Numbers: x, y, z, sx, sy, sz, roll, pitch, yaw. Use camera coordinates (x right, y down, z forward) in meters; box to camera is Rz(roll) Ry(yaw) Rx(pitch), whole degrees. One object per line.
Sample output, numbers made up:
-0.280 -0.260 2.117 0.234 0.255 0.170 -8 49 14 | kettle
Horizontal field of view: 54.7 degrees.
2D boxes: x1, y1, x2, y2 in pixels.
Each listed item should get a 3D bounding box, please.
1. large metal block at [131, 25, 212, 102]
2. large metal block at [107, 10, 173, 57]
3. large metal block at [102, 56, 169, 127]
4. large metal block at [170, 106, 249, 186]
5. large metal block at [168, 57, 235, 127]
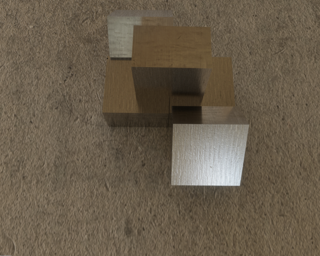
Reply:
0.012 -0.070 0.353 0.081 0.080 0.050 1 70 0 | large metal block
-0.024 -0.130 0.421 0.081 0.050 0.080 0 26 0 | large metal block
-0.029 -0.047 0.411 0.081 0.050 0.080 1 70 0 | large metal block
0.054 0.021 0.367 0.081 0.079 0.050 1 26 -1 | large metal block
0.052 -0.047 0.412 0.081 0.050 0.080 1 70 0 | large metal block
